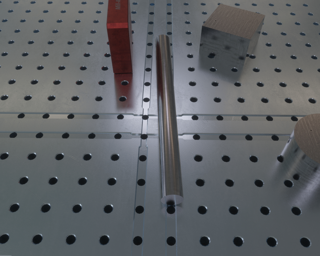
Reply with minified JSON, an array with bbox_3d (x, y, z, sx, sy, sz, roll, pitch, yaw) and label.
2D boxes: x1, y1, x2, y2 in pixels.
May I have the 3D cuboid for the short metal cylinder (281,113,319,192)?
[{"bbox_3d":[0.193,0.029,0.368,0.081,0.050,0.080,0,50,0],"label":"short metal cylinder"}]

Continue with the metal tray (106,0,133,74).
[{"bbox_3d":[-0.063,-0.162,0.501,0.030,0.089,0.130,-3,50,-2],"label":"metal tray"}]

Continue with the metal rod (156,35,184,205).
[{"bbox_3d":[0.009,-0.036,0.437,0.025,0.025,0.300,-1,50,-1],"label":"metal rod"}]

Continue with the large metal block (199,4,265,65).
[{"bbox_3d":[0.122,-0.161,0.527,0.080,0.050,0.080,23,54,18],"label":"large metal block"}]
